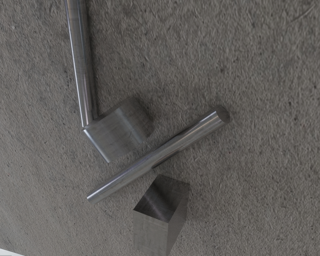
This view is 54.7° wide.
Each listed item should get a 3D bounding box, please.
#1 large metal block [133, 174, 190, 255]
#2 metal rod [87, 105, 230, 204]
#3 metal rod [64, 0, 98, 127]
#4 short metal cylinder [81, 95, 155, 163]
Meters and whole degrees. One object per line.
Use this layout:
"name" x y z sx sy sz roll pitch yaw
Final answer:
"large metal block" 0.003 0.128 0.449 0.050 0.080 0.079 16 125 19
"metal rod" -0.022 0.053 0.450 0.025 0.025 0.299 49 129 -6
"metal rod" -0.101 -0.132 0.378 0.025 0.025 0.298 14 124 20
"short metal cylinder" -0.053 0.001 0.400 0.080 0.080 0.050 -25 105 37
